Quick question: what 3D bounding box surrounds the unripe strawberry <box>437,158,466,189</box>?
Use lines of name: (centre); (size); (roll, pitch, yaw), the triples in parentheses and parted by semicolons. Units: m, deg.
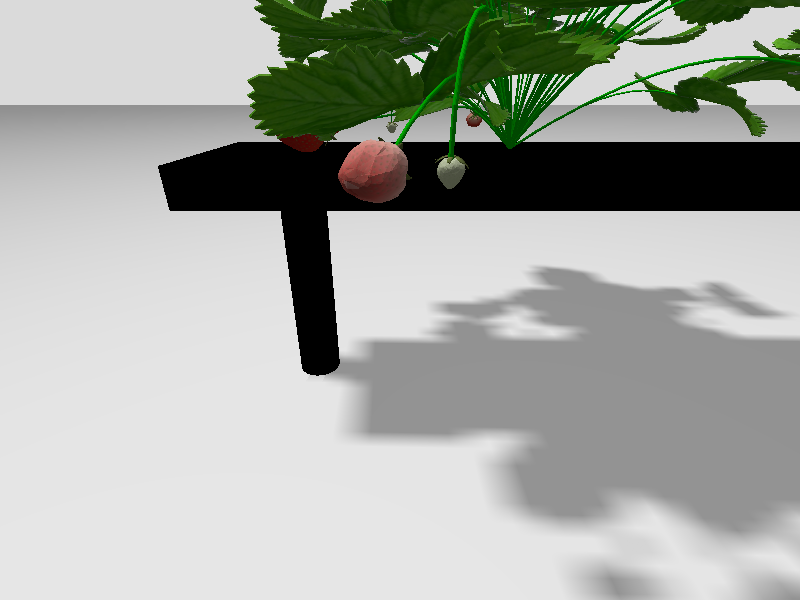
unripe strawberry: (0.020, -0.049, 0.155); (0.011, 0.012, 0.011); (10, 29, 18)

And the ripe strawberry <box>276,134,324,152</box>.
ripe strawberry: (-0.081, -0.138, 0.314); (0.043, 0.042, 0.040); (-2, 27, -2)

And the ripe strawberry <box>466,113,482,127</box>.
ripe strawberry: (0.098, -0.240, 0.532); (0.021, 0.018, 0.021); (1, -7, 2)

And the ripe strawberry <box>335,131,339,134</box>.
ripe strawberry: (-0.072, -0.186, 0.427); (0.021, 0.020, 0.019); (40, 41, 15)

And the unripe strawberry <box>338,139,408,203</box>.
unripe strawberry: (-0.011, -0.048, 0.154); (0.027, 0.024, 0.025); (14, 40, 24)

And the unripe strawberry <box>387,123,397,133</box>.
unripe strawberry: (-0.009, -0.183, 0.425); (0.011, 0.010, 0.010); (-22, 35, -36)
